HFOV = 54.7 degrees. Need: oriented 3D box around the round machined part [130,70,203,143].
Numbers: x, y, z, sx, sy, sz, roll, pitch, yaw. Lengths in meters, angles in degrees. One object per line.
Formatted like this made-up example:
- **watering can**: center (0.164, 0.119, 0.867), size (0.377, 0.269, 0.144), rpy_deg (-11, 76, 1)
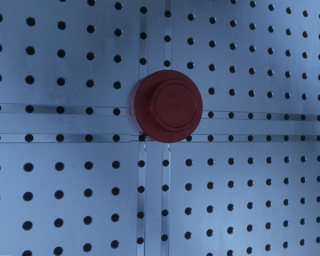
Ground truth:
- **round machined part**: center (0.013, -0.029, 0.410), size (0.099, 0.042, 0.097), rpy_deg (0, 90, -21)
